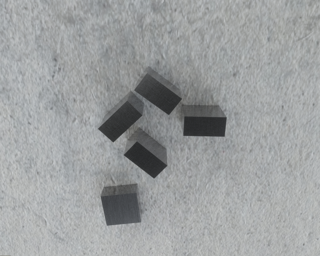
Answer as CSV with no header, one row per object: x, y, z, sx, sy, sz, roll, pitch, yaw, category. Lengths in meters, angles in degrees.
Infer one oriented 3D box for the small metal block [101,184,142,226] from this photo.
-0.055,0.111,0.450,0.050,0.025,0.050,-6,110,2,small metal block

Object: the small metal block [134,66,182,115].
-0.002,-0.047,0.379,0.050,0.050,0.025,35,106,-12,small metal block

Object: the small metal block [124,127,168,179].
-0.018,0.032,0.408,0.050,0.050,0.025,40,105,-14,small metal block

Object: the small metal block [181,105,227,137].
0.053,-0.010,0.394,0.050,0.050,0.025,1,110,-1,small metal block

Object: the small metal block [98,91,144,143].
-0.047,-0.016,0.390,0.050,0.050,0.025,-42,105,13,small metal block
